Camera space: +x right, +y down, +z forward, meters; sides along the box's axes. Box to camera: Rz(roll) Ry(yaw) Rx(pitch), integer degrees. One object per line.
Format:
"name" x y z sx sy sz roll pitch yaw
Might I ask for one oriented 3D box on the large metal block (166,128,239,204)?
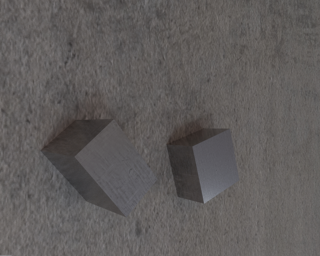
"large metal block" 0.063 0.050 0.444 0.081 0.050 0.079 -21 104 -38

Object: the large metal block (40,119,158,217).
"large metal block" -0.063 0.038 0.318 0.050 0.080 0.080 -48 119 -29
